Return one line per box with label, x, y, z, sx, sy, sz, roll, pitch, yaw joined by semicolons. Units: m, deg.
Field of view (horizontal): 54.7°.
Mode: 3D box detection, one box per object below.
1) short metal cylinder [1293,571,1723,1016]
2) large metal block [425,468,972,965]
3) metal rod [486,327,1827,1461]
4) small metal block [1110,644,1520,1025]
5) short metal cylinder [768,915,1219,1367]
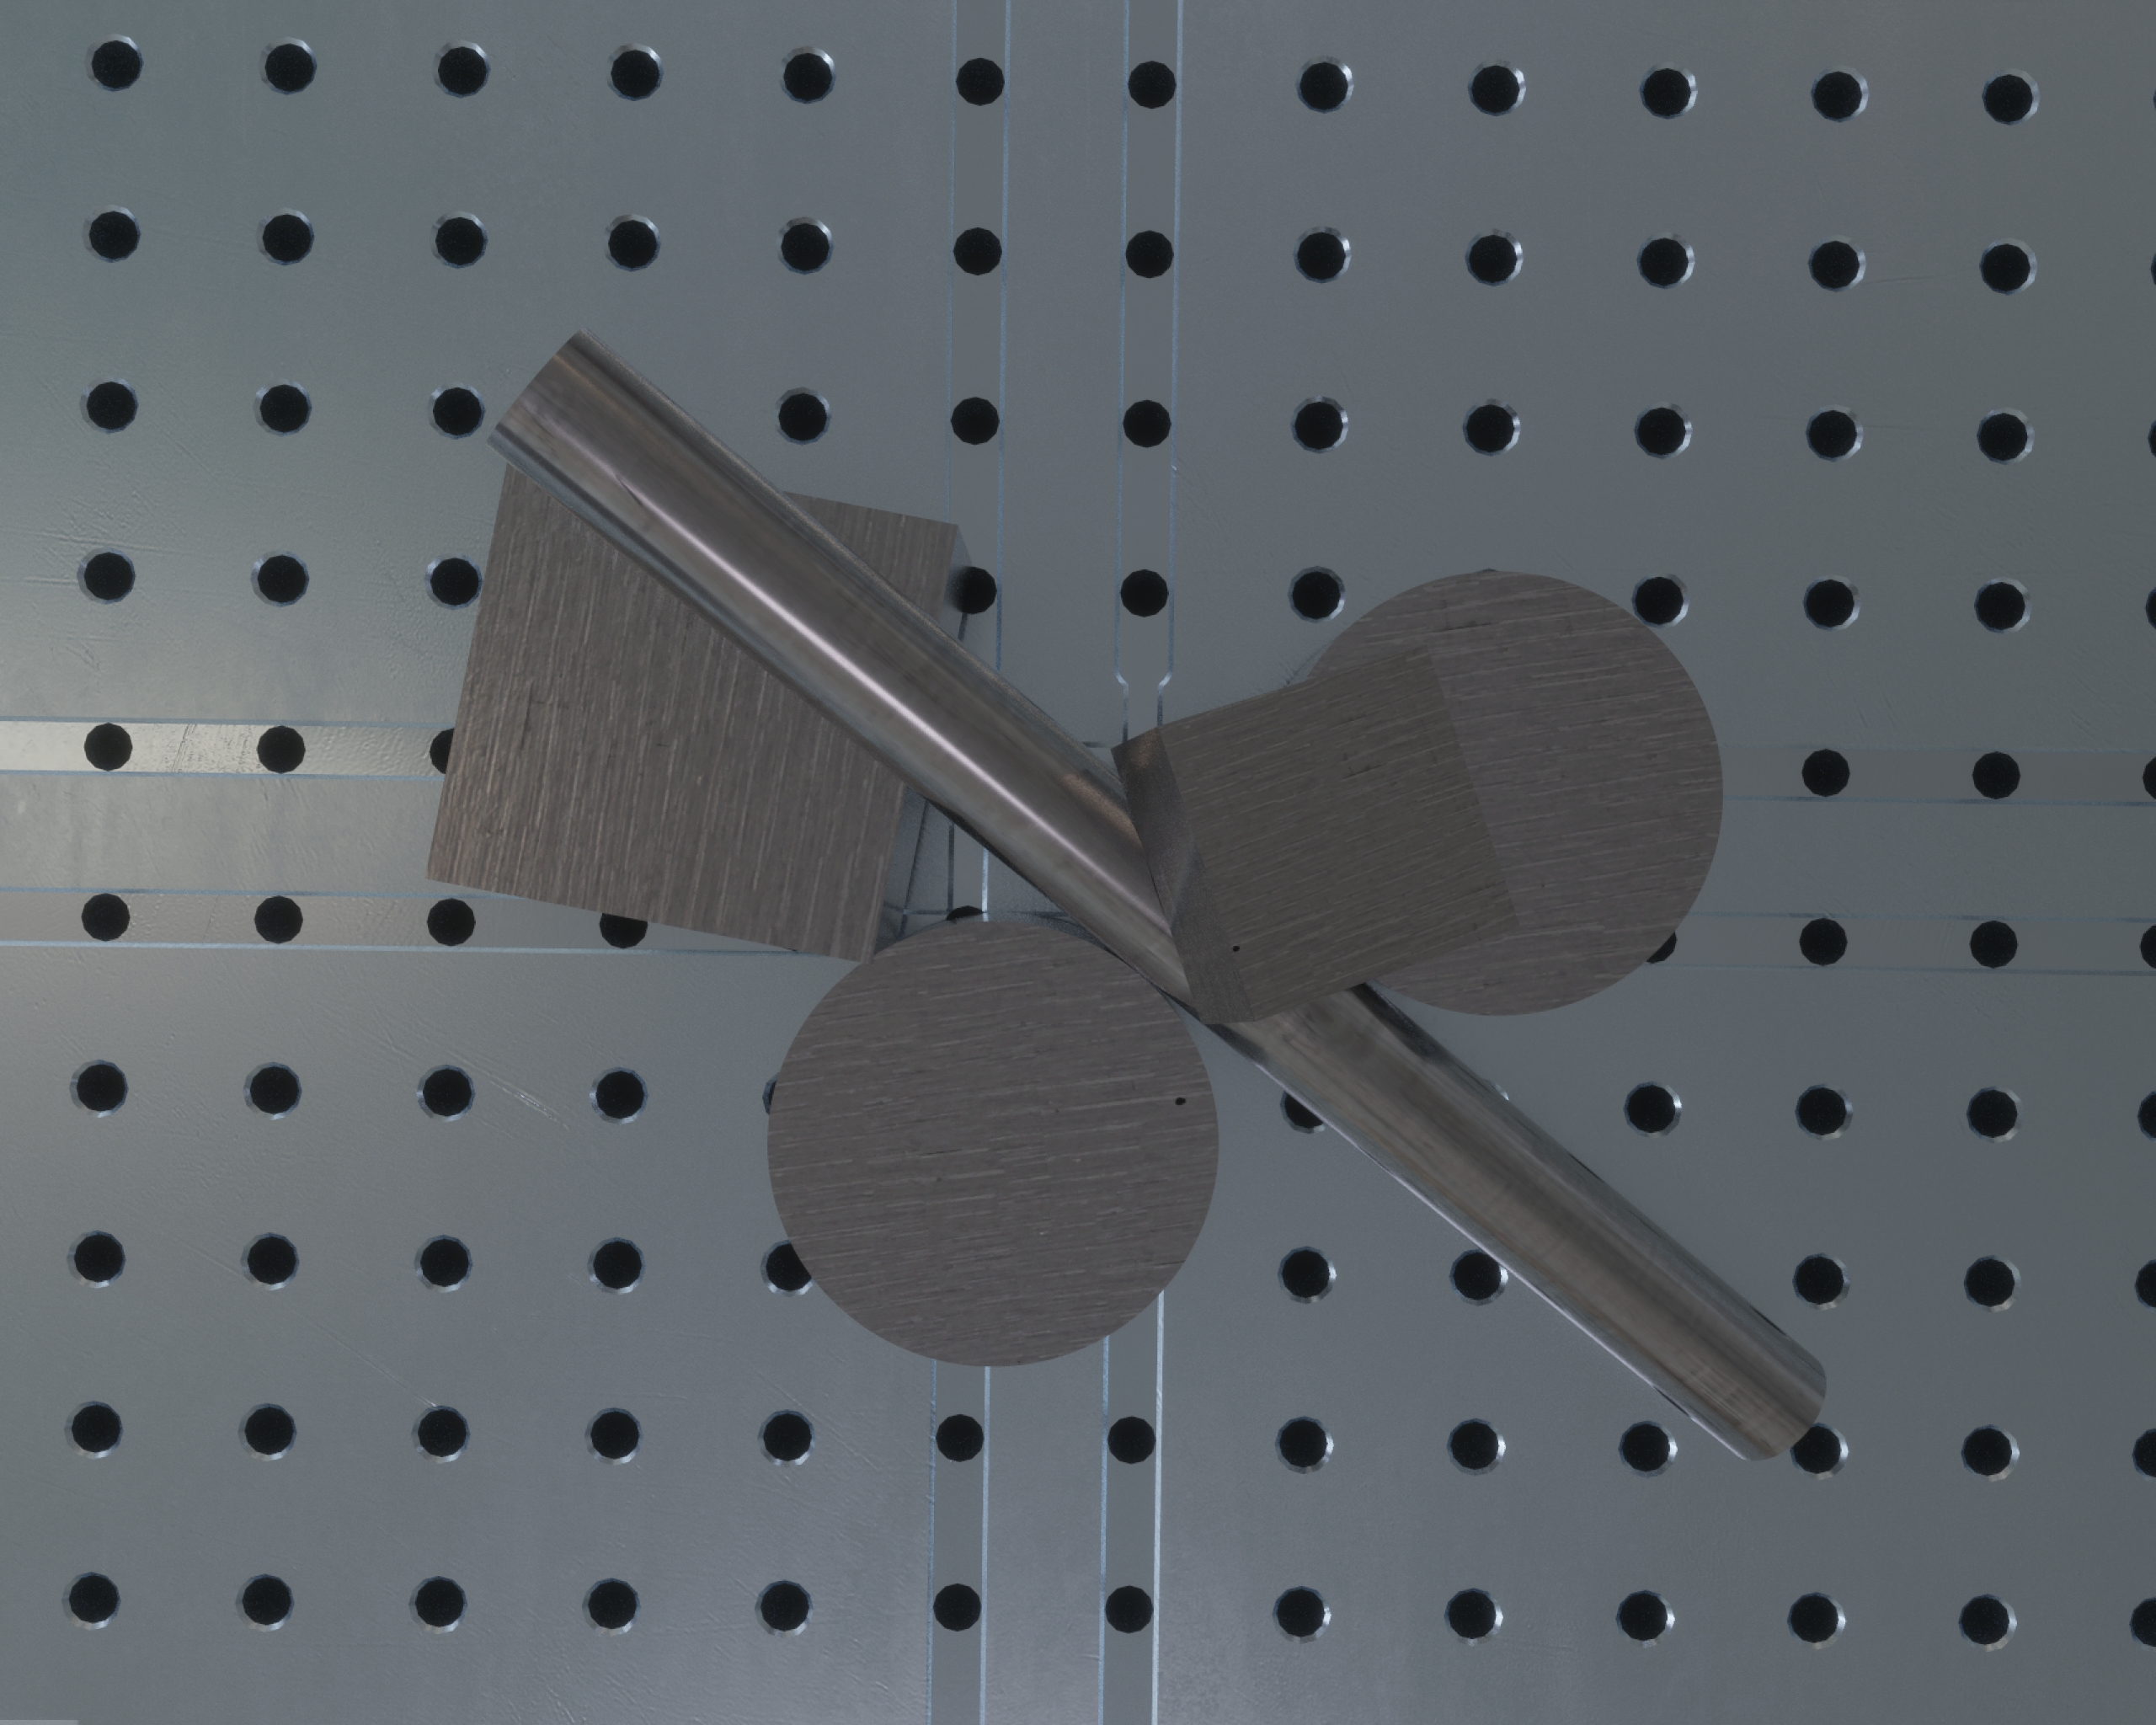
short metal cylinder;0.075;-0.013;0.398;0.081;0.050;0.079;0;90;0
large metal block;-0.068;-0.029;0.395;0.080;0.050;0.080;11;90;0
metal rod;0.025;0.015;0.375;0.301;0.025;0.025;39;90;-14
small metal block;0.040;-0.004;0.353;0.050;0.025;0.050;-18;90;-18
short metal cylinder;-0.015;0.050;0.397;0.081;0.050;0.079;0;90;0
